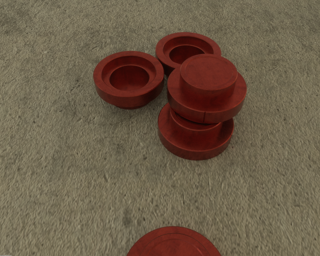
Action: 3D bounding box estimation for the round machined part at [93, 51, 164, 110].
[{"bbox_3d":[-0.043,-0.065,0.446,0.099,0.042,0.098,0,50,0],"label":"round machined part"}]

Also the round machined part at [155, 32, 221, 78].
[{"bbox_3d":[0.042,-0.103,0.477,0.099,0.042,0.098,2,49,-1],"label":"round machined part"}]

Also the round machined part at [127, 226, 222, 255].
[{"bbox_3d":[0.013,0.135,0.279,0.099,0.042,0.098,0,50,0],"label":"round machined part"}]

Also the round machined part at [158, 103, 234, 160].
[{"bbox_3d":[0.047,-0.010,0.401,0.099,0.042,0.098,0,50,0],"label":"round machined part"}]

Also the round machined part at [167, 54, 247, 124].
[{"bbox_3d":[0.058,-0.055,0.384,0.099,0.042,0.098,0,49,0],"label":"round machined part"}]
